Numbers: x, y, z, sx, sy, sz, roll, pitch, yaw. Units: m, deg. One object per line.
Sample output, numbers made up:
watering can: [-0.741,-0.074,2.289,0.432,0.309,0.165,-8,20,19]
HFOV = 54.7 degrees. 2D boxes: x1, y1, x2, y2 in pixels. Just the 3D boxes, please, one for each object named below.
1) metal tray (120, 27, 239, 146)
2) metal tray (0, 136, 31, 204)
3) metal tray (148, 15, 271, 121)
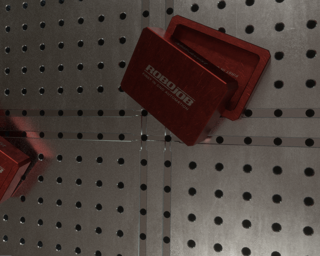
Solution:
metal tray: [0.018,-0.052,0.377,0.130,0.030,0.089,41,123,22]
metal tray: [-0.280,0.049,0.485,0.130,0.030,0.090,36,107,2]
metal tray: [0.058,-0.075,0.388,0.130,0.030,0.090,28,99,17]
